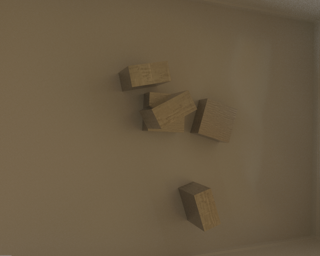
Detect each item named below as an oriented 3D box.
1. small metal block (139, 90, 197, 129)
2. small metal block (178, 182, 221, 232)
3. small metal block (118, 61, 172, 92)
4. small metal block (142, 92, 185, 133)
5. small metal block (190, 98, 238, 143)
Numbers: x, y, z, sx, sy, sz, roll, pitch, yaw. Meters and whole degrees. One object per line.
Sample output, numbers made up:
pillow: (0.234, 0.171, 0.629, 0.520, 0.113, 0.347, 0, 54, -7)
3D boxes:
small metal block: (0.008, -0.022, 0.375, 0.050, 0.050, 0.025, -29, 100, -18)
small metal block: (0.052, 0.104, 0.418, 0.025, 0.050, 0.050, -19, 97, -19)
small metal block: (-0.020, -0.065, 0.391, 0.050, 0.050, 0.025, -12, 95, -20)
small metal block: (0.005, -0.020, 0.413, 0.050, 0.025, 0.050, 3, 89, -21)
small metal block: (0.077, -0.010, 0.440, 0.050, 0.025, 0.050, 18, 84, -20)
